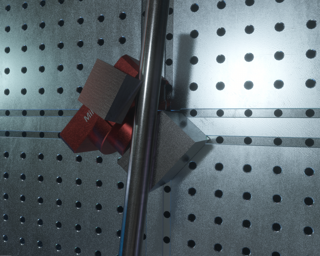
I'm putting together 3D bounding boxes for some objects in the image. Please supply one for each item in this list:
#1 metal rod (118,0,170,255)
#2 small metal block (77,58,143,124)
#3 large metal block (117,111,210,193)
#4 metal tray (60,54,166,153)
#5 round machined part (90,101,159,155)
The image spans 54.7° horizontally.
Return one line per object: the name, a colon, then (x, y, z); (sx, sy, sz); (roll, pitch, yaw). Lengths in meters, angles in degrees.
metal rod: (-0.018, 0.011, 0.333); (0.025, 0.025, 0.298); (7, 92, 19)
small metal block: (-0.053, -0.039, 0.326); (0.050, 0.025, 0.050); (33, 99, 36)
large metal block: (0.007, 0.027, 0.377); (0.050, 0.080, 0.080); (45, 104, 14)
metal tray: (-0.057, -0.027, 0.397); (0.030, 0.090, 0.130); (45, 104, 14)
round machined part: (-0.035, -0.001, 0.389); (0.042, 0.098, 0.098); (44, 103, 14)
